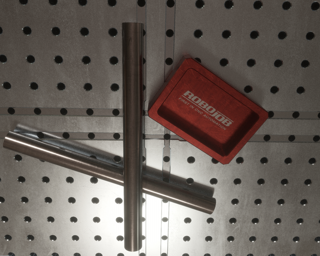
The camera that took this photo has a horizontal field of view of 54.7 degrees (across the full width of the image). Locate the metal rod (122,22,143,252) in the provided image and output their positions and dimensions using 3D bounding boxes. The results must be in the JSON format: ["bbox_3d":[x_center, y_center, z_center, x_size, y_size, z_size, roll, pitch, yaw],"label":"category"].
[{"bbox_3d":[-0.035,0.021,0.401,0.025,0.025,0.298,1,103,-1],"label":"metal rod"}]

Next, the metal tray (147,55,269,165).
[{"bbox_3d":[0.061,-0.022,0.403,0.130,0.030,0.090,33,107,-12],"label":"metal tray"}]

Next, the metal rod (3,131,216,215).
[{"bbox_3d":[-0.064,0.065,0.436,0.302,0.025,0.025,20,109,-8],"label":"metal rod"}]
